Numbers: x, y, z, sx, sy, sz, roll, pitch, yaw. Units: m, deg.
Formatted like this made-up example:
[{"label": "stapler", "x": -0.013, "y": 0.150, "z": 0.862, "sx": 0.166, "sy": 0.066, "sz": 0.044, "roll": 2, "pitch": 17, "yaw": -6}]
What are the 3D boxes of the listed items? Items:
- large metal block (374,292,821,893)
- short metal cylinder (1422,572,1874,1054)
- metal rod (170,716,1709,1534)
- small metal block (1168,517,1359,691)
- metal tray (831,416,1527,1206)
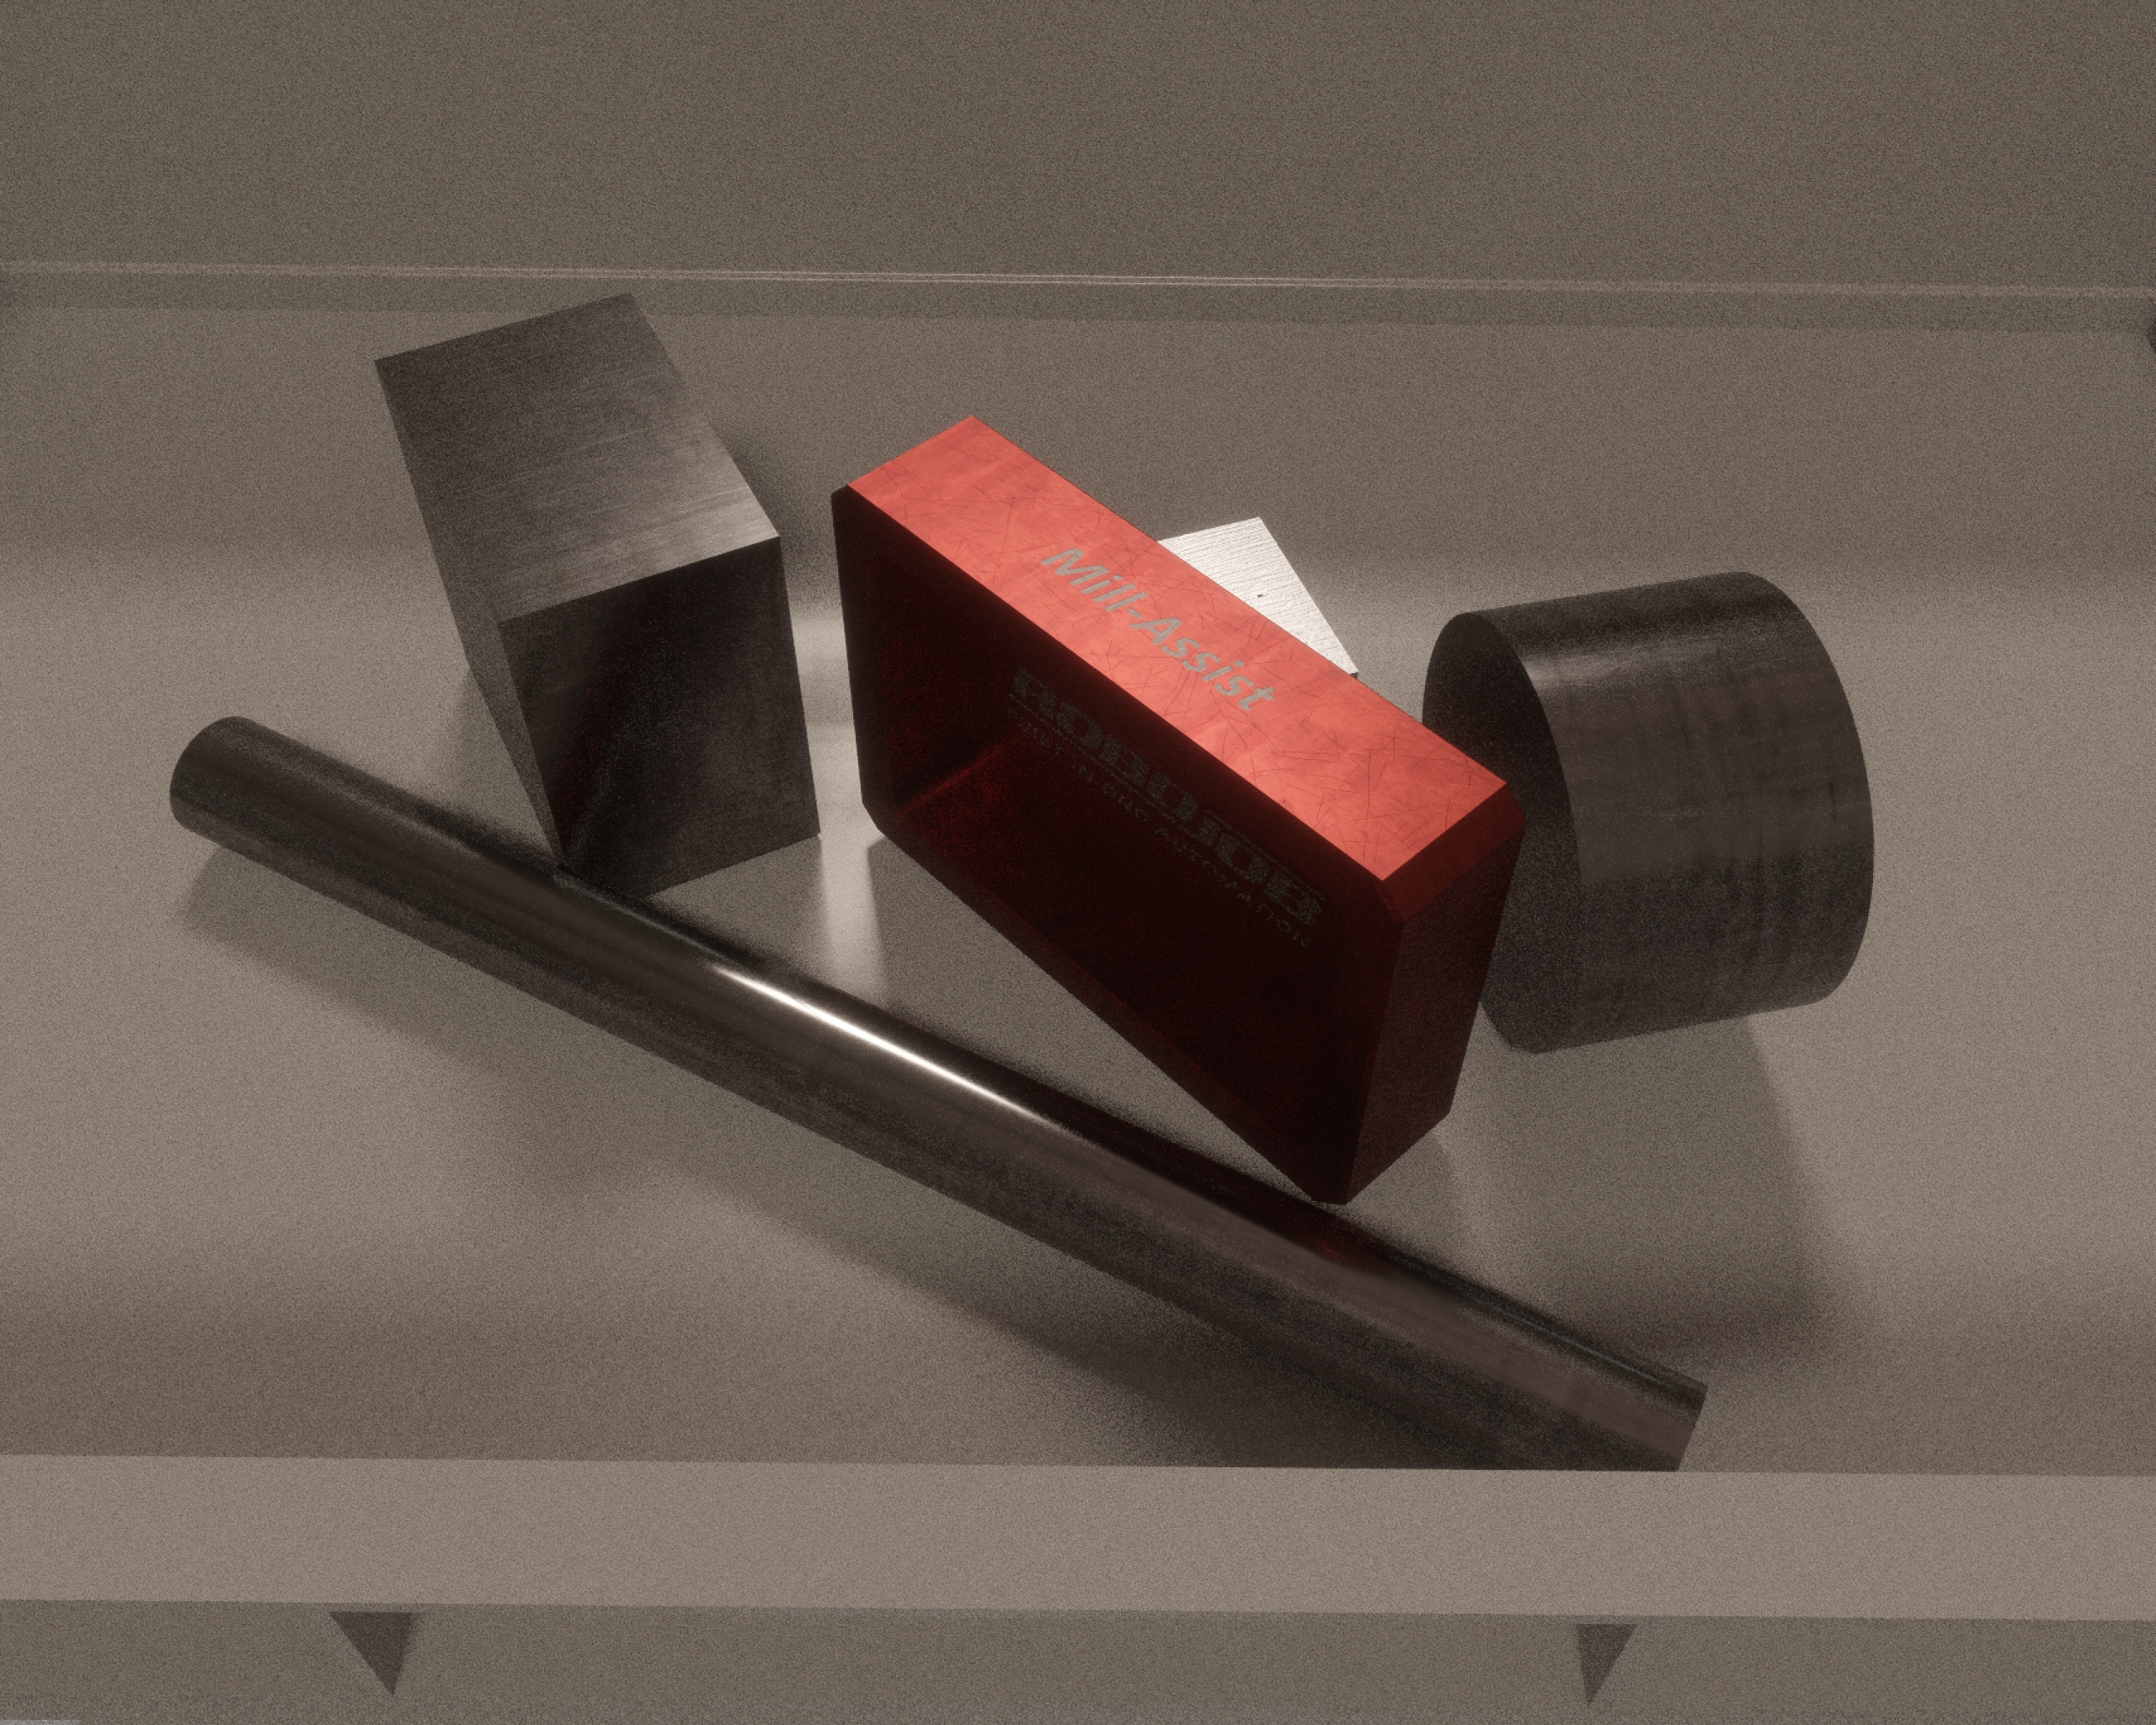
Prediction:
[{"label": "large metal block", "x": -0.093, "y": -0.050, "z": 0.409, "sx": 0.050, "sy": 0.080, "sz": 0.080, "roll": -21, "pitch": 53, "yaw": -17}, {"label": "short metal cylinder", "x": 0.099, "y": -0.009, "z": 0.376, "sx": 0.050, "sy": 0.080, "sz": 0.080, "roll": -10, "pitch": 51, "yaw": -7}, {"label": "metal rod", "x": -0.039, "y": 0.038, "z": 0.371, "sx": 0.301, "sy": 0.025, "sz": 0.025, "roll": 23, "pitch": 54, "yaw": 17}, {"label": "small metal block", "x": 0.024, "y": -0.042, "z": 0.437, "sx": 0.050, "sy": 0.025, "sz": 0.050, "roll": -15, "pitch": 52, "yaw": -13}, {"label": "metal tray", "x": 0.012, "y": -0.009, "z": 0.368, "sx": 0.030, "sy": 0.089, "sz": 0.130, "roll": -36, "pitch": 59, "yaw": -27}]
